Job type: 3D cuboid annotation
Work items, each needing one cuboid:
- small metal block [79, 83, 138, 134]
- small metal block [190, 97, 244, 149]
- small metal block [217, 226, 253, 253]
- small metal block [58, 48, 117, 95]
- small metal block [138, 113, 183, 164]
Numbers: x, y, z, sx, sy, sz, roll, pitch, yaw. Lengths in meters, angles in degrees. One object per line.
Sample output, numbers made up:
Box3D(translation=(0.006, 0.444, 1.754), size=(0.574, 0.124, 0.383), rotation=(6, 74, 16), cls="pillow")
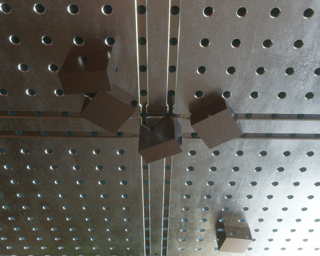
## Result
Box3D(translation=(-0.064, -0.027, 0.388), size=(0.050, 0.025, 0.050), rotation=(31, 124, -24), cls="small metal block")
Box3D(translation=(0.074, -0.005, 0.407), size=(0.050, 0.025, 0.050), rotation=(-27, 125, 21), cls="small metal block")
Box3D(translation=(0.142, 0.214, 0.595), size=(0.050, 0.025, 0.050), rotation=(7, 130, -7), cls="small metal block")
Box3D(translation=(-0.078, -0.063, 0.341), size=(0.050, 0.050, 0.025), rotation=(-4, 130, 3), cls="small metal block")
Box3D(translation=(0.001, 0.013, 0.406), size=(0.050, 0.050, 0.025), rotation=(-20, 127, 16), cls="small metal block")
